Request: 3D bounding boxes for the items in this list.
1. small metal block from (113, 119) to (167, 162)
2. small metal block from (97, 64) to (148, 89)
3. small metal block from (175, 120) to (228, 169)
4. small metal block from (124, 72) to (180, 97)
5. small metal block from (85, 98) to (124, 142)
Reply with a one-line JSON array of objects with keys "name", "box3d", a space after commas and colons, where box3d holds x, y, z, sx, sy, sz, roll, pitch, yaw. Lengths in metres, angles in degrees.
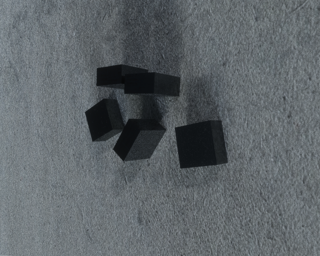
[{"name": "small metal block", "box3d": [-0.027, 0.015, 0.411, 0.025, 0.050, 0.050, 44, 117, 31]}, {"name": "small metal block", "box3d": [-0.052, -0.070, 0.432, 0.050, 0.050, 0.025, 2, 91, 40]}, {"name": "small metal block", "box3d": [0.048, 0.020, 0.365, 0.050, 0.025, 0.050, -12, 82, 39]}, {"name": "small metal block", "box3d": [-0.010, -0.054, 0.397, 0.050, 0.050, 0.025, 5, 93, 40]}, {"name": "small metal block", "box3d": [-0.085, -0.011, 0.475, 0.050, 0.025, 0.050, -28, 73, 36]}]
